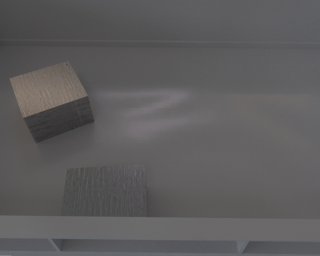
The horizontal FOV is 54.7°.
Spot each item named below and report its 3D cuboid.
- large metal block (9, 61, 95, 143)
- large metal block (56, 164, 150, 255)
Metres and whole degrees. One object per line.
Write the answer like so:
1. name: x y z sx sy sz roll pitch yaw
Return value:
1. large metal block: -0.145 -0.037 0.419 0.081 0.050 0.080 -22 54 -18
2. large metal block: -0.053 0.086 0.316 0.081 0.050 0.080 -3 50 -3
